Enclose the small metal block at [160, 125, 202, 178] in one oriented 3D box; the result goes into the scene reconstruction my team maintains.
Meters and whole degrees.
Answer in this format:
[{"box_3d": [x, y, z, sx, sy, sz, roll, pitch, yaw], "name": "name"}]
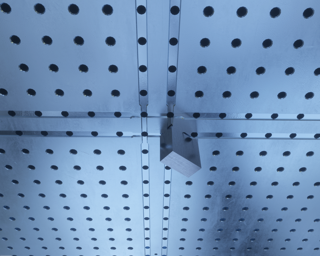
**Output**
[{"box_3d": [0.027, 0.032, 0.422, 0.050, 0.050, 0.025, 32, 123, -24], "name": "small metal block"}]
